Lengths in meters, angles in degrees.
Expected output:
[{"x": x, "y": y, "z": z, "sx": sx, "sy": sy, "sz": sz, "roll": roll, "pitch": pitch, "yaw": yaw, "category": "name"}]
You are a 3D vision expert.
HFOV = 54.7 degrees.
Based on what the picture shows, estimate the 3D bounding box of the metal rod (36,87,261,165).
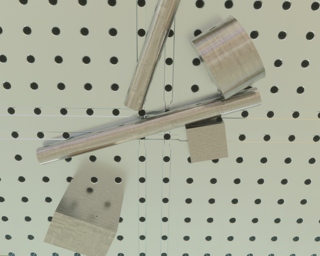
[{"x": -0.018, "y": -0.001, "z": 0.412, "sx": 0.301, "sy": 0.025, "sz": 0.025, "roll": -15, "pitch": 110, "yaw": 5, "category": "metal rod"}]

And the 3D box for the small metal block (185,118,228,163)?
[{"x": 0.063, "y": 0.016, "z": 0.420, "sx": 0.050, "sy": 0.025, "sz": 0.050, "roll": -9, "pitch": 110, "yaw": 3, "category": "small metal block"}]

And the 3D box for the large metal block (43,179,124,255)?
[{"x": -0.101, "y": 0.124, "z": 0.428, "sx": 0.080, "sy": 0.080, "sz": 0.050, "roll": 22, "pitch": 109, "yaw": -8, "category": "large metal block"}]

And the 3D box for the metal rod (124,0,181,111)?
[{"x": 0.015, "y": -0.160, "z": 0.354, "sx": 0.025, "sy": 0.025, "sz": 0.298, "roll": 19, "pitch": 109, "yaw": -7, "category": "metal rod"}]

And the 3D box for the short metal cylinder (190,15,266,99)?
[{"x": 0.077, "y": -0.080, "z": 0.356, "sx": 0.050, "sy": 0.080, "sz": 0.080, "roll": -30, "pitch": 108, "yaw": 10, "category": "short metal cylinder"}]
